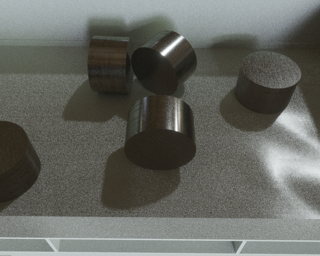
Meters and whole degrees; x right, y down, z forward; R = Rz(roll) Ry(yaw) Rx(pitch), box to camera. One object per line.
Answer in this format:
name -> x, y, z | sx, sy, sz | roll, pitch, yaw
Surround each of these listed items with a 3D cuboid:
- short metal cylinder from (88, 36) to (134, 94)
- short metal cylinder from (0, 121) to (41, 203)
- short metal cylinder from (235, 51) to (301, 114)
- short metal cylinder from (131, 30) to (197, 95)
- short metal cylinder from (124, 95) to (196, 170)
short metal cylinder -> -0.068, -0.090, 0.444 | 0.050, 0.080, 0.080 | 3, 50, 2
short metal cylinder -> -0.185, 0.038, 0.354 | 0.081, 0.050, 0.080 | 0, 50, 0
short metal cylinder -> 0.153, -0.066, 0.446 | 0.081, 0.050, 0.080 | 0, 50, 0
short metal cylinder -> 0.006, -0.093, 0.448 | 0.080, 0.080, 0.050 | 28, 56, 21
short metal cylinder -> 0.001, 0.007, 0.363 | 0.081, 0.080, 0.050 | 0, 50, 0
